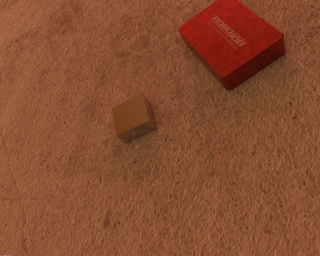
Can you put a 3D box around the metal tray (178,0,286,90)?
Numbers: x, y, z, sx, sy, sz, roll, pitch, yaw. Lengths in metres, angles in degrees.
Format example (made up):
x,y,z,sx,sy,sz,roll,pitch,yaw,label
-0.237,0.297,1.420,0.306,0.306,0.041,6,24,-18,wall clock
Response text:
x,y,z,sx,sy,sz,roll,pitch,yaw,label
0.094,-0.122,0.425,0.090,0.030,0.130,-34,52,5,metal tray

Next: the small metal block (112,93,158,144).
x,y,z,sx,sy,sz,roll,pitch,yaw,label
-0.036,-0.013,0.429,0.050,0.025,0.050,-25,53,12,small metal block
